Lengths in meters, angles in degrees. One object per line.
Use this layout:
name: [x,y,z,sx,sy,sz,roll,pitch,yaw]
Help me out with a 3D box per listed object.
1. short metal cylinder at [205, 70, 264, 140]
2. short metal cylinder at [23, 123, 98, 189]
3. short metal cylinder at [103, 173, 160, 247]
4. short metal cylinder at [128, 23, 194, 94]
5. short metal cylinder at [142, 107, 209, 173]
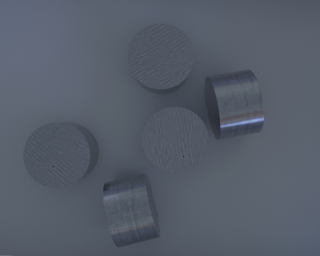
short metal cylinder: [0.089,-0.029,0.384,0.050,0.080,0.080,-10,90,0]
short metal cylinder: [-0.124,0.033,0.398,0.081,0.050,0.080,0,90,0]
short metal cylinder: [-0.034,0.101,0.384,0.050,0.080,0.080,-14,90,0]
short metal cylinder: [0.001,-0.087,0.399,0.081,0.050,0.080,0,90,0]
short metal cylinder: [0.018,0.014,0.399,0.081,0.050,0.080,0,90,0]
